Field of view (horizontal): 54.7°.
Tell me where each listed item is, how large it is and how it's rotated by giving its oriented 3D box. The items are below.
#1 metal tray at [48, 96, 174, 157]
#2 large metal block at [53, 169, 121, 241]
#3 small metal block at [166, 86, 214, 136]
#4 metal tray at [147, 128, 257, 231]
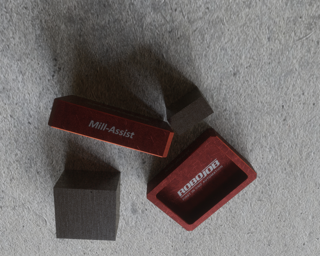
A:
[{"bbox_3d":[-0.054,-0.005,0.370,0.131,0.090,0.030,16,97,-6],"label":"metal tray"},{"bbox_3d":[-0.099,0.107,0.435,0.081,0.050,0.079,3,110,-2],"label":"large metal block"},{"bbox_3d":[0.036,-0.023,0.389,0.050,0.050,0.025,-34,107,11],"label":"small metal block"},{"bbox_3d":[0.056,0.075,0.435,0.090,0.030,0.130,42,104,-14],"label":"metal tray"}]
